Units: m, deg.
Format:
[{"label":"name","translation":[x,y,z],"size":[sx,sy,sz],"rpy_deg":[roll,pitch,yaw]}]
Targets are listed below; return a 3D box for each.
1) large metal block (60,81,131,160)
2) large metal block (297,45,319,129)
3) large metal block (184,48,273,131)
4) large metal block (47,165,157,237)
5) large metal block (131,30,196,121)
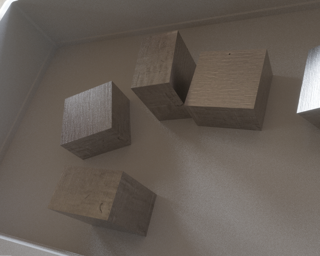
[{"label":"large metal block","translation":[-0.090,-0.010,0.443],"size":[0.080,0.050,0.080],"rpy_deg":[-18,55,18]},{"label":"large metal block","translation":[0.188,-0.045,0.296],"size":[0.080,0.050,0.080],"rpy_deg":[-20,46,59]},{"label":"large metal block","translation":[0.085,-0.046,0.374],"size":[0.080,0.050,0.080],"rpy_deg":[5,64,30]},{"label":"large metal block","translation":[-0.062,0.083,0.352],"size":[0.080,0.080,0.050],"rpy_deg":[1,63,29]},{"label":"large metal block","translation":[0.010,-0.065,0.405],"size":[0.050,0.080,0.080],"rpy_deg":[-5,60,26]}]
